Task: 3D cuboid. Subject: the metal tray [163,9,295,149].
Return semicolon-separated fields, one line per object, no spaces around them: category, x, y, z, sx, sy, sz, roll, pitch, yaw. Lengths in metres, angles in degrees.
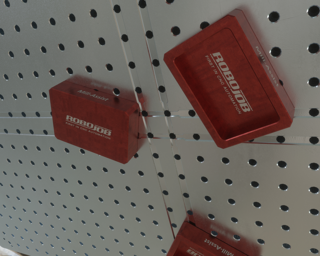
metal tray;0.075;-0.047;0.339;0.090;0.030;0.130;-24;106;36

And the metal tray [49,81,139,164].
metal tray;-0.097;-0.009;0.455;0.130;0.030;0.089;18;126;17

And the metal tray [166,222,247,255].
metal tray;0.079;0.218;0.501;0.130;0.030;0.089;27;128;11
